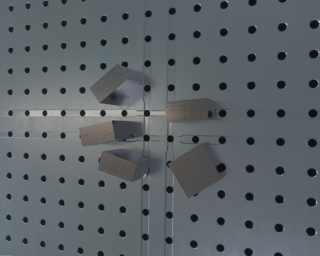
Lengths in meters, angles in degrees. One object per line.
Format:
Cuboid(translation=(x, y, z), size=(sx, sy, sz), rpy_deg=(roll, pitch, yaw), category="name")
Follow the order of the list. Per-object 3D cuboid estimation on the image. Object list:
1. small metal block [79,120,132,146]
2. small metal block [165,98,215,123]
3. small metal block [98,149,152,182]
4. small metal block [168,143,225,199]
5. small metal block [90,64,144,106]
Cuboid(translation=(-0.074, 0.007, 0.426), size=(0.050, 0.050, 0.025), rpy_deg=(-12, 86, 19), category="small metal block")
Cuboid(translation=(0.039, -0.021, 0.386), size=(0.050, 0.050, 0.025), rpy_deg=(-4, 89, 20), category="small metal block")
Cuboid(translation=(-0.046, 0.049, 0.416), size=(0.050, 0.050, 0.025), rpy_deg=(17, 96, 19), category="small metal block")
Cuboid(translation=(0.047, 0.054, 0.396), size=(0.050, 0.025, 0.050), rpy_deg=(-34, 79, 17), category="small metal block")
Cuboid(translation=(-0.058, -0.057, 0.420), size=(0.050, 0.050, 0.025), rpy_deg=(-37, 78, 16), category="small metal block")
